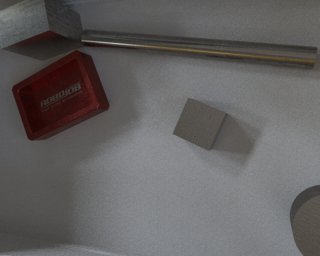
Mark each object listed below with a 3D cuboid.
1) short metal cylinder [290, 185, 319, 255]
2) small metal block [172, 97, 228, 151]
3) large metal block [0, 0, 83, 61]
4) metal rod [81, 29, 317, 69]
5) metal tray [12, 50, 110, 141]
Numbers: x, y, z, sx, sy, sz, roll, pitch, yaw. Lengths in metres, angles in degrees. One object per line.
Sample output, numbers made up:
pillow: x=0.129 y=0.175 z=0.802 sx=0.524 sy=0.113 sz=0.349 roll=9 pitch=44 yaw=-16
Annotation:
short metal cylinder: x=0.184 y=0.105 z=0.332 sx=0.080 sy=0.050 sz=0.079 roll=0 pitch=90 yaw=19
small metal block: x=0.051 y=-0.005 z=0.392 sx=0.050 sy=0.025 sz=0.050 roll=25 pitch=98 yaw=17
large metal block: x=-0.166 y=-0.138 z=0.438 sx=0.080 sy=0.080 sz=0.050 roll=-13 pitch=86 yaw=19
metal rod: x=0.034 y=-0.104 z=0.397 sx=0.301 sy=0.025 sz=0.025 roll=10 pitch=94 yaw=19
metal tray: x=-0.149 y=-0.045 z=0.458 sx=0.130 sy=0.030 sz=0.090 roll=-23 pitch=83 yaw=18
